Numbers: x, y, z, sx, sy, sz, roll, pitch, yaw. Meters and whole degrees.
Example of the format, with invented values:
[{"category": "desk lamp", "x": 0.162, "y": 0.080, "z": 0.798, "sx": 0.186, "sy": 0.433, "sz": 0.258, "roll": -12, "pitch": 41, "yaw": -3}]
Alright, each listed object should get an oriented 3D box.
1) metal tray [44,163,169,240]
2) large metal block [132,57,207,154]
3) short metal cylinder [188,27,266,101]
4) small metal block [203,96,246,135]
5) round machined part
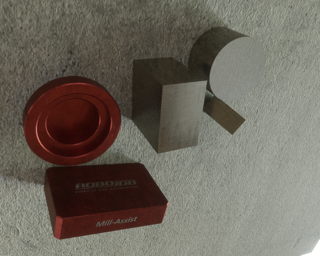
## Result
[{"category": "metal tray", "x": -0.067, "y": 0.083, "z": 0.379, "sx": 0.131, "sy": 0.090, "sz": 0.030, "roll": 1, "pitch": 118, "yaw": -29}, {"category": "large metal block", "x": 0.006, "y": -0.029, "z": 0.357, "sx": 0.050, "sy": 0.080, "sz": 0.079, "roll": -10, "pitch": 123, "yaw": -23}, {"category": "short metal cylinder", "x": 0.083, "y": -0.080, "z": 0.387, "sx": 0.081, "sy": 0.050, "sz": 0.079, "roll": -14, "pitch": 124, "yaw": -21}, {"category": "small metal block", "x": 0.086, "y": -0.016, "z": 0.415, "sx": 0.025, "sy": 0.050, "sz": 0.050, "roll": -50, "pitch": 169, "yaw": 7}, {"category": "round machined part", "x": -0.096, "y": -0.011, "z": 0.337, "sx": 0.099, "sy": 0.042, "sz": 0.097, "roll": -14, "pitch": 124, "yaw": -21}]
